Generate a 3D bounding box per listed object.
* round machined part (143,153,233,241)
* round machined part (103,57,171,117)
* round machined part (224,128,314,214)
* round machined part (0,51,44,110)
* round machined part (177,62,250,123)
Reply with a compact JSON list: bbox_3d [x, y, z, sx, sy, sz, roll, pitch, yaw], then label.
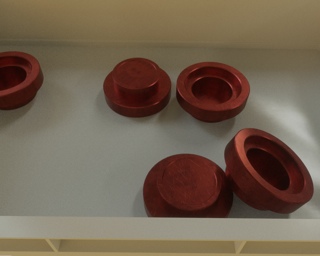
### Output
[{"bbox_3d":[0.031,0.067,0.338,0.099,0.042,0.098,0,50,0],"label":"round machined part"},{"bbox_3d":[-0.033,-0.065,0.448,0.099,0.042,0.098,0,50,0],"label":"round machined part"},{"bbox_3d":[0.112,0.050,0.338,0.099,0.042,0.098,19,40,-17],"label":"round machined part"},{"bbox_3d":[-0.218,-0.064,0.445,0.099,0.042,0.098,0,50,0],"label":"round machined part"},{"bbox_3d":[0.072,-0.046,0.433,0.099,0.042,0.098,0,50,0],"label":"round machined part"}]
